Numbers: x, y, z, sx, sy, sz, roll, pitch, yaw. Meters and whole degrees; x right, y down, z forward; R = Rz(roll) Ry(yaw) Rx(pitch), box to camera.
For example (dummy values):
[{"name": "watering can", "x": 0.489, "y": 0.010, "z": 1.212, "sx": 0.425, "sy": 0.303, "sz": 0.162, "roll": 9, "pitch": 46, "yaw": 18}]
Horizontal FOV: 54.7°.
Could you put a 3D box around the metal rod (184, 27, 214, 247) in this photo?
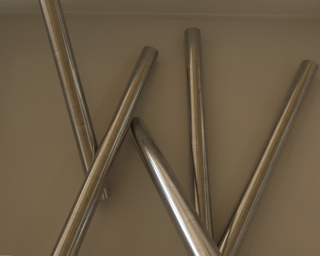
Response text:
[{"name": "metal rod", "x": 0.049, "y": -0.002, "z": 0.410, "sx": 0.025, "sy": 0.025, "sz": 0.299, "roll": 0, "pitch": 70, "yaw": -1}]

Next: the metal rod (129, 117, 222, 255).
[{"name": "metal rod", "x": 0.019, "y": 0.078, "z": 0.300, "sx": 0.025, "sy": 0.025, "sz": 0.300, "roll": -23, "pitch": 40, "yaw": -8}]

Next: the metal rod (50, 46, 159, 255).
[{"name": "metal rod", "x": -0.057, "y": 0.014, "z": 0.377, "sx": 0.025, "sy": 0.025, "sz": 0.300, "roll": 16, "pitch": 60, "yaw": 5}]

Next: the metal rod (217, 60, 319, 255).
[{"name": "metal rod", "x": 0.142, "y": 0.034, "z": 0.399, "sx": 0.025, "sy": 0.025, "sz": 0.300, "roll": 28, "pitch": 72, "yaw": 9}]

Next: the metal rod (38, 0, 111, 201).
[{"name": "metal rod", "x": -0.110, "y": -0.058, "z": 0.382, "sx": 0.025, "sy": 0.025, "sz": 0.298, "roll": -15, "pitch": 89, "yaw": -6}]
